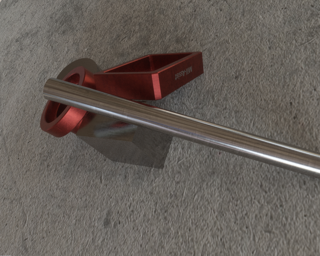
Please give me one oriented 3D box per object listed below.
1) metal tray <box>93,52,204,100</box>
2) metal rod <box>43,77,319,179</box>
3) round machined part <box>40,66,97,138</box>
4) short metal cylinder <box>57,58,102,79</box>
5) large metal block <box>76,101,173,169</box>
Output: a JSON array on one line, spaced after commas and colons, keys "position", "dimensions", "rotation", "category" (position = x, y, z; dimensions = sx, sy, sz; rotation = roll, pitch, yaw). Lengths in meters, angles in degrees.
[{"position": [-0.010, -0.071, 0.400], "dimensions": [0.090, 0.030, 0.131], "rotation": [5, 24, 30], "category": "metal tray"}, {"position": [0.022, -0.002, 0.318], "dimensions": [0.301, 0.025, 0.025], "rotation": [16, 68, 8], "category": "metal rod"}, {"position": [-0.113, -0.030, 0.414], "dimensions": [0.098, 0.042, 0.098], "rotation": [-30, 42, 32], "category": "round machined part"}, {"position": [-0.119, -0.063, 0.488], "dimensions": [0.080, 0.050, 0.080], "rotation": [-13, 56, 20], "category": "short metal cylinder"}, {"position": [-0.040, 0.008, 0.384], "dimensions": [0.080, 0.080, 0.050], "rotation": [5, 64, 30], "category": "large metal block"}]
